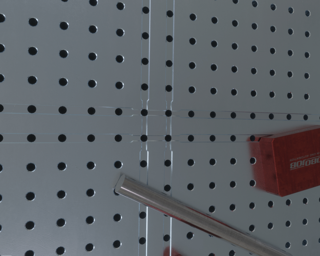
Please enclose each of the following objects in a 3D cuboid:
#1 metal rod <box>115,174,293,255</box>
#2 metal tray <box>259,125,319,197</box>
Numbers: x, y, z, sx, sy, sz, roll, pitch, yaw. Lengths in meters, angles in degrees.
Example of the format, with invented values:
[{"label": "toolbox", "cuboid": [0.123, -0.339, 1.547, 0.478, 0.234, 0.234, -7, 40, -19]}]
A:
[{"label": "metal rod", "cuboid": [0.075, 0.140, 0.440, 0.301, 0.025, 0.025, 29, 81, -18]}, {"label": "metal tray", "cuboid": [0.226, 0.049, 0.493, 0.131, 0.030, 0.089, -10, 94, -20]}]
